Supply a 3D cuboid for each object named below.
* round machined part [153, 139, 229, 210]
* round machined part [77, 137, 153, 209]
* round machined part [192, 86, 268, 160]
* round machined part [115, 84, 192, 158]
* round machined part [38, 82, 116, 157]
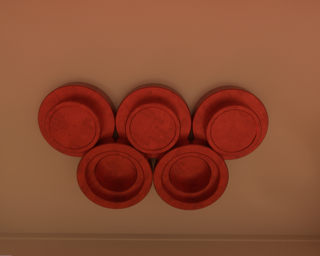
[{"bbox_3d":[0.040,0.059,0.422,0.099,0.042,0.097,0,110,0],"label":"round machined part"},{"bbox_3d":[-0.059,0.057,0.421,0.099,0.042,0.097,0,110,0],"label":"round machined part"},{"bbox_3d":[0.091,-0.002,0.399,0.099,0.042,0.097,0,109,0],"label":"round machined part"},{"bbox_3d":[-0.009,-0.005,0.398,0.099,0.042,0.097,0,109,0],"label":"round machined part"},{"bbox_3d":[-0.107,-0.007,0.396,0.099,0.042,0.097,0,109,-1],"label":"round machined part"}]
